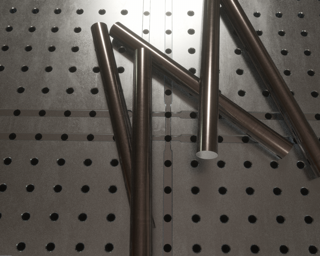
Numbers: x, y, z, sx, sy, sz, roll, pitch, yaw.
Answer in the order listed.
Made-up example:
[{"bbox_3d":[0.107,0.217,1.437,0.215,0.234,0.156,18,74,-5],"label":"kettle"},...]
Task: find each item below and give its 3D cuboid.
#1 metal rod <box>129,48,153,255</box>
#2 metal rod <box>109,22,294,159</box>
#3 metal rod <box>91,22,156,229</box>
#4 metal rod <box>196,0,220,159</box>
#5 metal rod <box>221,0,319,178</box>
[{"bbox_3d":[-0.022,0.035,0.373,0.025,0.025,0.299,-1,68,-1],"label":"metal rod"},{"bbox_3d":[0.049,-0.059,0.433,0.300,0.025,0.025,38,74,12],"label":"metal rod"},{"bbox_3d":[-0.054,-0.015,0.416,0.025,0.025,0.299,-13,71,-5],"label":"metal rod"},{"bbox_3d":[0.069,-0.100,0.428,0.025,0.025,0.299,6,62,2],"label":"metal rod"},{"bbox_3d":[0.158,-0.073,0.440,0.025,0.025,0.299,-20,71,-7],"label":"metal rod"}]
